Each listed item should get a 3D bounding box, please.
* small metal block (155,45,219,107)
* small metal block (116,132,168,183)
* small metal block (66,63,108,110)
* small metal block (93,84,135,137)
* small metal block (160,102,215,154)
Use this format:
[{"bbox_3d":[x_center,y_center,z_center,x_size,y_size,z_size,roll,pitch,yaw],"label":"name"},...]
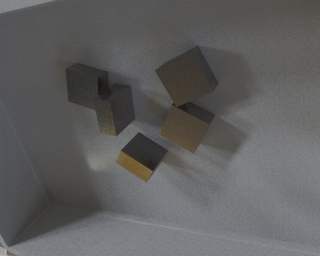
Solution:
[{"bbox_3d":[0.031,-0.059,0.356,0.050,0.025,0.050,-21,107,35],"label":"small metal block"},{"bbox_3d":[-0.024,0.039,0.430,0.050,0.050,0.025,32,129,7],"label":"small metal block"},{"bbox_3d":[-0.099,-0.057,0.426,0.050,0.025,0.050,18,126,17],"label":"small metal block"},{"bbox_3d":[-0.059,-0.024,0.408,0.025,0.050,0.050,9,123,23],"label":"small metal block"},{"bbox_3d":[0.034,-0.004,0.389,0.050,0.025,0.050,29,128,9],"label":"small metal block"}]
